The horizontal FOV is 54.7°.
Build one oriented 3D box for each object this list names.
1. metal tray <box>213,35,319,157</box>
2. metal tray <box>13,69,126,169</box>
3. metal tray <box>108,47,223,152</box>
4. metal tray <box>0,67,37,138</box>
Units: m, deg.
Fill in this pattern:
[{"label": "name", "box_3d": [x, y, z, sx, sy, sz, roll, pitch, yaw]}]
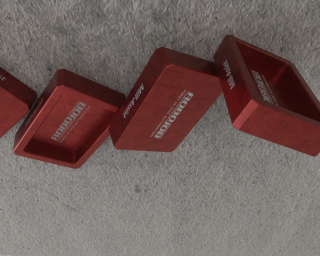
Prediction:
[{"label": "metal tray", "box_3d": [0.107, -0.038, 0.307, 0.091, 0.130, 0.030, 18, 128, -15]}, {"label": "metal tray", "box_3d": [-0.112, -0.004, 0.385, 0.091, 0.030, 0.129, 21, 128, -35]}, {"label": "metal tray", "box_3d": [0.008, -0.025, 0.361, 0.091, 0.030, 0.129, 6, 134, -36]}, {"label": "metal tray", "box_3d": [-0.227, -0.046, 0.363, 0.090, 0.030, 0.130, -35, 122, 26]}]
